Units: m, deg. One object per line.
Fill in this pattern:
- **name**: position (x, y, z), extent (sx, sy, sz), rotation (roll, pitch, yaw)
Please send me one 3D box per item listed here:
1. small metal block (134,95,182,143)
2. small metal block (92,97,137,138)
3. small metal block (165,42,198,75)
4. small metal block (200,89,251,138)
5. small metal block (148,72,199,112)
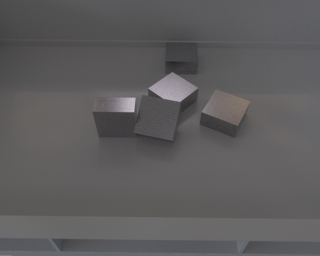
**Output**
- **small metal block**: position (-0.002, -0.011, 0.400), extent (0.050, 0.025, 0.050), rotation (11, 82, 9)
- **small metal block**: position (-0.056, -0.013, 0.399), extent (0.050, 0.050, 0.025), rotation (1, 50, 1)
- **small metal block**: position (0.034, -0.113, 0.500), extent (0.050, 0.025, 0.050), rotation (1, 50, 1)
- **small metal block**: position (0.089, -0.021, 0.423), extent (0.050, 0.025, 0.050), rotation (23, 54, 18)
- **small metal block**: position (0.019, -0.048, 0.445), extent (0.050, 0.025, 0.050), rotation (37, 59, 27)
